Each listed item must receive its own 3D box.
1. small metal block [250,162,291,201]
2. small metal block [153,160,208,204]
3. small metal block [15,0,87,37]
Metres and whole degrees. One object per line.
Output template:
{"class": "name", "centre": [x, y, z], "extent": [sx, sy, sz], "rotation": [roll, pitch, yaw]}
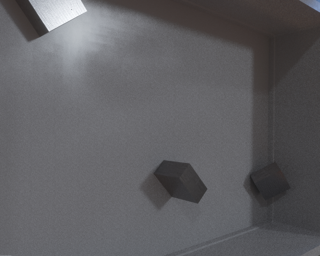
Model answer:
{"class": "small metal block", "centre": [0.199, 0.096, 0.559], "extent": [0.050, 0.025, 0.050], "rotation": [-30, 118, 12]}
{"class": "small metal block", "centre": [0.027, 0.071, 0.416], "extent": [0.025, 0.050, 0.050], "rotation": [-50, 120, -28]}
{"class": "small metal block", "centre": [-0.112, -0.129, 0.314], "extent": [0.050, 0.025, 0.050], "rotation": [-44, 117, -31]}
